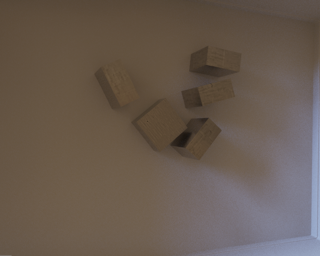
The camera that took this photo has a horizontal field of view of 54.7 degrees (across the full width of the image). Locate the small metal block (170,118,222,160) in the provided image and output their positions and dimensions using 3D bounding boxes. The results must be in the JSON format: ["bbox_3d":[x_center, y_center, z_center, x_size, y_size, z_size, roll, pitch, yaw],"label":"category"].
[{"bbox_3d":[0.047,0.014,0.416,0.025,0.050,0.050,43,76,-16],"label":"small metal block"}]

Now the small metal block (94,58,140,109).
[{"bbox_3d":[-0.054,-0.052,0.378,0.025,0.050,0.050,-29,100,-18],"label":"small metal block"}]

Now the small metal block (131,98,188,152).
[{"bbox_3d":[-0.001,-0.004,0.411,0.050,0.025,0.050,-41,103,-16],"label":"small metal block"}]

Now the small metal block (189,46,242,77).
[{"bbox_3d":[0.075,-0.090,0.426,0.050,0.050,0.025,7,88,-20],"label":"small metal block"}]

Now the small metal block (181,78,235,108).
[{"bbox_3d":[0.065,-0.047,0.422,0.050,0.050,0.025,-17,96,-20],"label":"small metal block"}]
